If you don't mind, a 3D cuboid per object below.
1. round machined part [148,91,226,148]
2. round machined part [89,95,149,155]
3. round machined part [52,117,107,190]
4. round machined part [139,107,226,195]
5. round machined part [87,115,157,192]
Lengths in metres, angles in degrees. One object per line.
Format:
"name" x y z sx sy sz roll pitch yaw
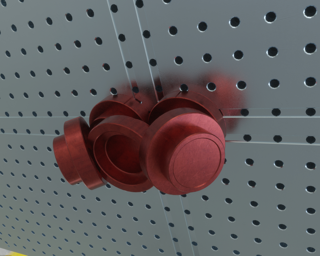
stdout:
"round machined part" 0.029 0.006 0.387 0.098 0.042 0.097 13 124 20
"round machined part" -0.058 0.006 0.432 0.098 0.042 0.097 13 124 20
"round machined part" -0.108 0.037 0.412 0.042 0.098 0.097 -21 112 -4
"round machined part" 0.031 0.030 0.336 0.042 0.099 0.097 37 145 59
"round machined part" -0.037 0.027 0.379 0.098 0.042 0.097 13 124 20
